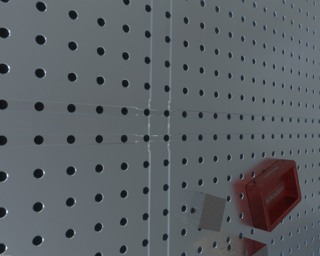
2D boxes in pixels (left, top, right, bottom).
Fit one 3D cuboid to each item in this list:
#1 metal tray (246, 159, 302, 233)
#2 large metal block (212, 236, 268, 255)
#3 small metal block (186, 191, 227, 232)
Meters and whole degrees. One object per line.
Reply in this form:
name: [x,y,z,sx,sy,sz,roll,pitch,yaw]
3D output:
metal tray: [0.221,0.125,0.591,0.131,0.030,0.089,-24,105,-37]
large metal block: [0.134,0.237,0.506,0.081,0.050,0.079,-13,98,-39]
small metal block: [0.071,0.126,0.469,0.050,0.025,0.050,24,75,-38]
